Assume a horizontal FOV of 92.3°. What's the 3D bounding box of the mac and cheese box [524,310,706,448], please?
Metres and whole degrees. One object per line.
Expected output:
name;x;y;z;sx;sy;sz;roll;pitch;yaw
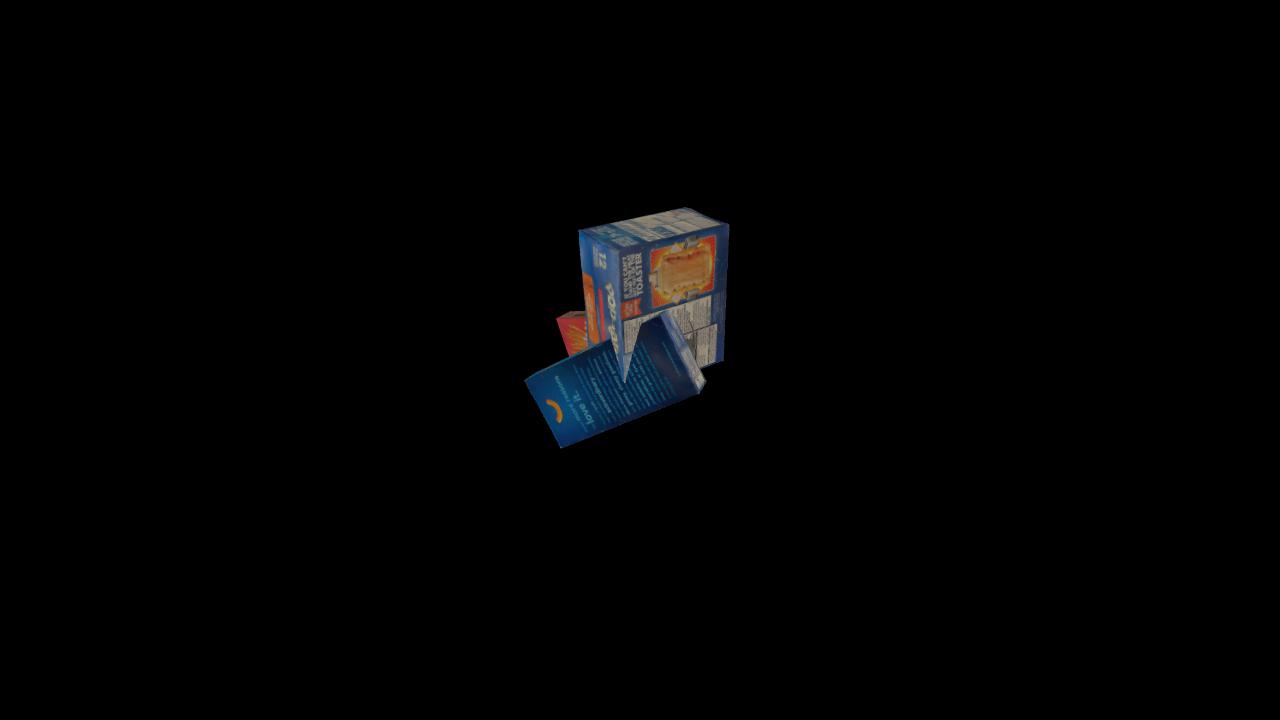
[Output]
mac and cheese box;-0.029;0.023;0.672;0.184;0.093;0.041;-24;9;25

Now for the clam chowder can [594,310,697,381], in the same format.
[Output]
clam chowder can;0.006;-0.025;0.693;0.068;0.068;0.102;0;11;-35

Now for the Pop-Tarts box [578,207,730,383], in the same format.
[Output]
Pop-Tarts box;0.017;-0.066;0.675;0.141;0.167;0.083;-20;33;-28

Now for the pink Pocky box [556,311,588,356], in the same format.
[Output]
pink Pocky box;-0.035;-0.019;0.759;0.155;0.084;0.029;4;28;43
